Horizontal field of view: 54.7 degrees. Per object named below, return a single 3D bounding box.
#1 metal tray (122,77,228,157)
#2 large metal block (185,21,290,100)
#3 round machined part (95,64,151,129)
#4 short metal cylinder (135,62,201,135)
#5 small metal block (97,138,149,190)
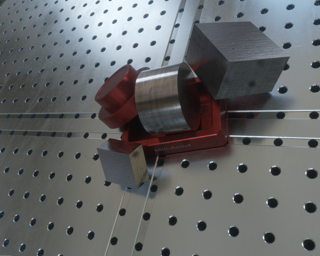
[{"bbox_3d":[0.017,-0.014,0.402,0.130,0.030,0.090,-10,57,22],"label":"metal tray"},{"bbox_3d":[0.087,-0.083,0.367,0.081,0.050,0.080,-10,49,-22],"label":"large metal block"},{"bbox_3d":[-0.051,-0.049,0.425,0.098,0.042,0.098,-36,26,21],"label":"round machined part"},{"bbox_3d":[0.012,-0.033,0.366,0.050,0.080,0.080,-8,58,23],"label":"short metal cylinder"},{"bbox_3d":[-0.045,0.043,0.381,0.050,0.050,0.025,8,31,32],"label":"small metal block"}]
